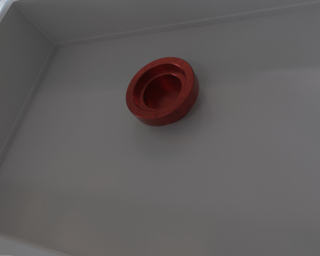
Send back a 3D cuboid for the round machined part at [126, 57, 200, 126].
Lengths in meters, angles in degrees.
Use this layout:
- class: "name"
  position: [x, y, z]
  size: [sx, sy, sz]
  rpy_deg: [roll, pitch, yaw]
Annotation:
- class: "round machined part"
  position: [0.007, -0.045, 0.420]
  size: [0.098, 0.042, 0.098]
  rpy_deg: [-13, 56, 21]
